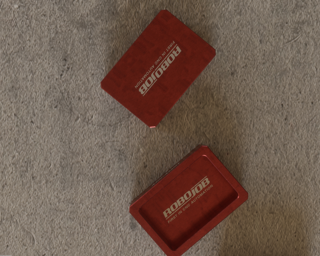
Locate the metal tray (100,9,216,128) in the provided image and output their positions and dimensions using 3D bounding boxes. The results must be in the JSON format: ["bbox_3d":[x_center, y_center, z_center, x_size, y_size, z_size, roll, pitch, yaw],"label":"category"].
[{"bbox_3d":[-0.002,-0.076,0.407,0.090,0.030,0.130,40,90,0],"label":"metal tray"}]

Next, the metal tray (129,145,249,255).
[{"bbox_3d":[0.037,0.095,0.407,0.130,0.030,0.090,-40,90,0],"label":"metal tray"}]
